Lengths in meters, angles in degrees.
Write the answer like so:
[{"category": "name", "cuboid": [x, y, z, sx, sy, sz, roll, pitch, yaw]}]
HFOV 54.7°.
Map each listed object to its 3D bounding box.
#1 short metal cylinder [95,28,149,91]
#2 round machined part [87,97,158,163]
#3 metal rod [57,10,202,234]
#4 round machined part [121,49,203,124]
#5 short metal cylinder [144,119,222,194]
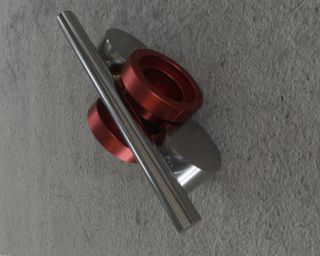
[{"category": "short metal cylinder", "cuboid": [-0.049, -0.085, 0.408, 0.050, 0.081, 0.080, -46, 63, 30]}, {"category": "round machined part", "cuboid": [-0.037, -0.008, 0.385, 0.042, 0.099, 0.098, -45, 64, 26]}, {"category": "metal rod", "cuboid": [-0.047, -0.026, 0.339, 0.025, 0.025, 0.299, -47, 62, 29]}, {"category": "round machined part", "cuboid": [-0.002, -0.043, 0.359, 0.042, 0.099, 0.098, -49, 61, 34]}, {"category": "short metal cylinder", "cuboid": [0.023, 0.030, 0.350, 0.050, 0.081, 0.080, -46, 63, 30]}]
